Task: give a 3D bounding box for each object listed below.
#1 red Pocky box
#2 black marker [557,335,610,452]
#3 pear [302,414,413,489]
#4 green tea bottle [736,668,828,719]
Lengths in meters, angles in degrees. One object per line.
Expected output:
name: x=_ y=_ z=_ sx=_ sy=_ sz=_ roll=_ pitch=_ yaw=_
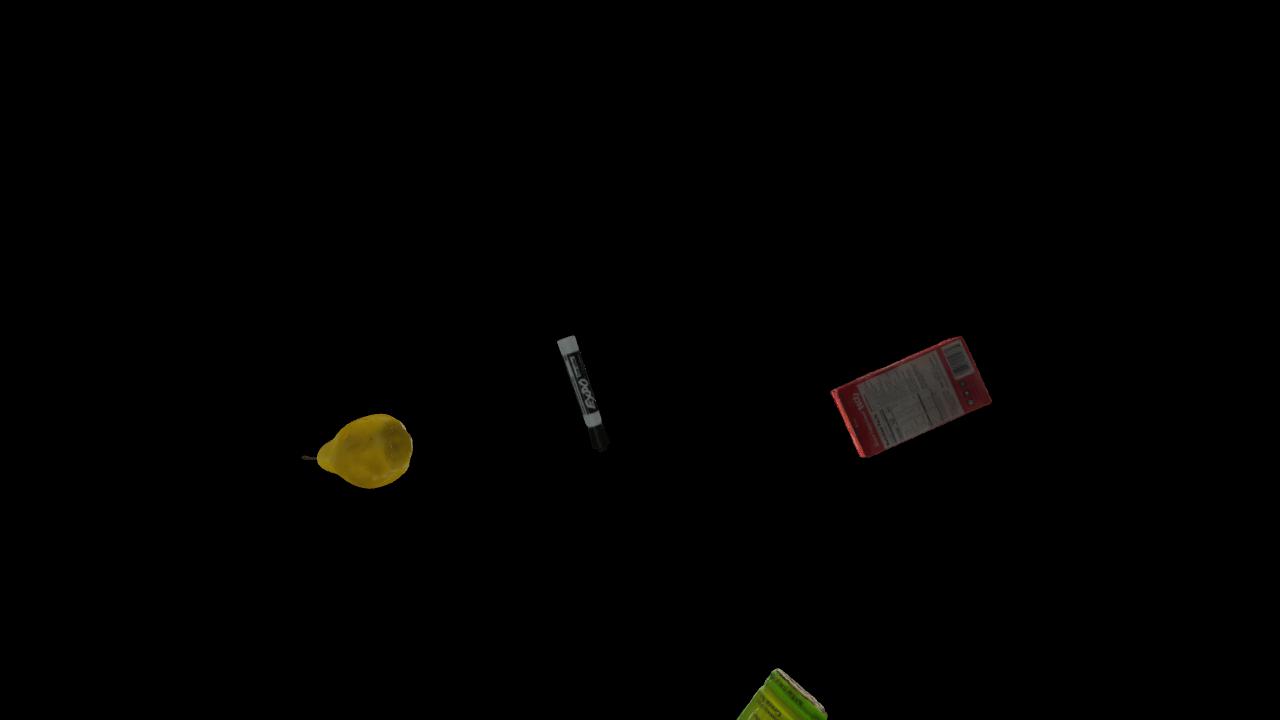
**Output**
red Pocky box: x=0.297 y=0.040 z=0.679 sx=0.155 sy=0.083 sz=0.028 roll=-23 pitch=-2 yaw=-2
black marker: x=-0.055 y=0.035 z=0.618 sx=0.020 sy=0.121 sz=0.020 roll=-18 pitch=7 yaw=2
pear: x=-0.290 y=0.097 z=0.628 sx=0.111 sy=0.080 sz=0.080 roll=-12 pitch=-5 yaw=25
green tea bottle: x=0.105 y=0.426 z=0.629 sx=0.073 sy=0.212 sz=0.073 roll=38 pitch=-12 yaw=10
